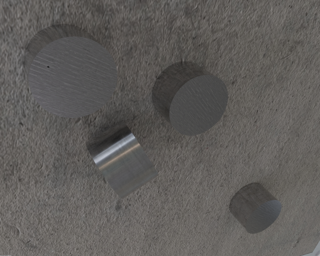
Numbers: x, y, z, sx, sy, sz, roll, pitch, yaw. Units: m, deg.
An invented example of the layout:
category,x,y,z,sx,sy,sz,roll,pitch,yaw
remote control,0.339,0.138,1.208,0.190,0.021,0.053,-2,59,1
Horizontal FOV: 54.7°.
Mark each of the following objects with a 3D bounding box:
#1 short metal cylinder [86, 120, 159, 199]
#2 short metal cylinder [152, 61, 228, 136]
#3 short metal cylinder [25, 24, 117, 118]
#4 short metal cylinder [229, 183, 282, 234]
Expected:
category,x,y,z,sx,sy,sz,roll,pitch,yaw
short metal cylinder,-0.044,0.037,0.370,0.050,0.080,0.080,-33,129,-7
short metal cylinder,0.037,-0.037,0.387,0.081,0.050,0.079,-14,124,-21
short metal cylinder,-0.089,-0.057,0.307,0.081,0.050,0.079,-14,124,-21
short metal cylinder,0.178,0.150,0.580,0.081,0.050,0.079,-14,124,-21
